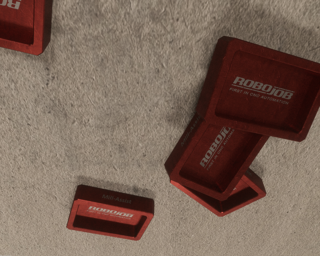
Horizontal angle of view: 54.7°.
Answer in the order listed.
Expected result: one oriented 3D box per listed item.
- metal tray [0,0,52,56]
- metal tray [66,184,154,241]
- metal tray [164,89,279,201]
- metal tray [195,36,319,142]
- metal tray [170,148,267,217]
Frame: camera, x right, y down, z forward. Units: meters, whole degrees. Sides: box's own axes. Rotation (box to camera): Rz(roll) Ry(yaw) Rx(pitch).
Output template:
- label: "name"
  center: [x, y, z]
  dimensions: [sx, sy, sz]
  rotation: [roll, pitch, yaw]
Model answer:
- label: "metal tray"
  center: [-0.172, -0.128, 0.291]
  dimensions: [0.131, 0.030, 0.089]
  rotation: [12, 129, -11]
- label: "metal tray"
  center: [-0.085, 0.147, 0.527]
  dimensions: [0.131, 0.030, 0.089]
  rotation: [15, 129, -13]
- label: "metal tray"
  center: [0.076, 0.020, 0.390]
  dimensions: [0.090, 0.030, 0.129]
  rotation: [26, 103, -20]
- label: "metal tray"
  center: [0.115, -0.040, 0.343]
  dimensions: [0.131, 0.030, 0.089]
  rotation: [11, 107, -16]
- label: "metal tray"
  center: [0.089, 0.081, 0.474]
  dimensions: [0.090, 0.030, 0.130]
  rotation: [-35, 122, 26]
